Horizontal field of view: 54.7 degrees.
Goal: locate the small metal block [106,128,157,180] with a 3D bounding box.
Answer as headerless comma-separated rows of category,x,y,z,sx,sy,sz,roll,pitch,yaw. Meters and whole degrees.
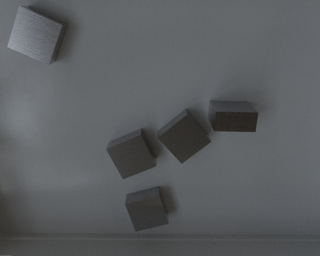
small metal block,-0.038,0.035,0.424,0.050,0.025,0.050,-23,109,8

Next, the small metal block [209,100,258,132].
small metal block,0.091,-0.016,0.394,0.050,0.050,0.025,1,110,-1

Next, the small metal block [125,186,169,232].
small metal block,-0.019,0.119,0.455,0.050,0.025,0.050,-15,110,5

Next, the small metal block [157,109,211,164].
small metal block,0.032,0.011,0.416,0.050,0.025,0.050,-39,106,13

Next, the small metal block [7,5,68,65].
small metal block,-0.145,-0.110,0.369,0.050,0.025,0.050,23,108,-9
